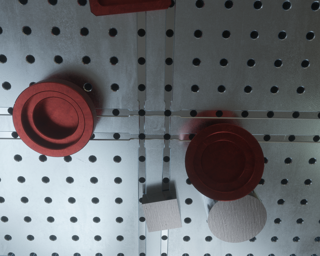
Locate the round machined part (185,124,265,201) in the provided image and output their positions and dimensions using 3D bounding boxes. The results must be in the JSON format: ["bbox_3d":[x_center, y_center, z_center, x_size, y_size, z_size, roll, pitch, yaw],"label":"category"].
[{"bbox_3d":[0.083,0.044,0.409,0.099,0.042,0.097,0,85,6],"label":"round machined part"}]

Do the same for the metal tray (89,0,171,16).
[{"bbox_3d":[-0.038,-0.194,0.338,0.091,0.030,0.129,-6,110,1],"label":"metal tray"}]

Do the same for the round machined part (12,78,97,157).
[{"bbox_3d":[-0.130,-0.015,0.397,0.099,0.042,0.097,0,110,-1],"label":"round machined part"}]

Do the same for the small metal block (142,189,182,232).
[{"bbox_3d":[0.003,0.123,0.459,0.050,0.025,0.050,-10,110,3],"label":"small metal block"}]

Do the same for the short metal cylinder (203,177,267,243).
[{"bbox_3d":[0.105,0.115,0.444,0.081,0.050,0.079,0,110,-1],"label":"short metal cylinder"}]
